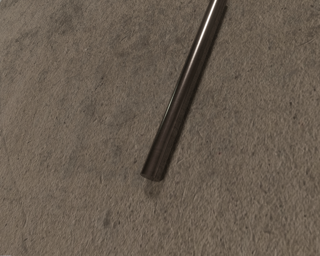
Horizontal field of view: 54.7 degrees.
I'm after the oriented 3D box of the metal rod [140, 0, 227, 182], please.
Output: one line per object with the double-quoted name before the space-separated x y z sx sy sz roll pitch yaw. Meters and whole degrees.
"metal rod" 0.040 -0.070 0.424 0.025 0.025 0.300 9 66 31
